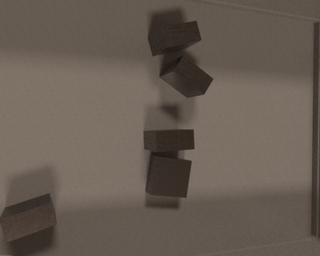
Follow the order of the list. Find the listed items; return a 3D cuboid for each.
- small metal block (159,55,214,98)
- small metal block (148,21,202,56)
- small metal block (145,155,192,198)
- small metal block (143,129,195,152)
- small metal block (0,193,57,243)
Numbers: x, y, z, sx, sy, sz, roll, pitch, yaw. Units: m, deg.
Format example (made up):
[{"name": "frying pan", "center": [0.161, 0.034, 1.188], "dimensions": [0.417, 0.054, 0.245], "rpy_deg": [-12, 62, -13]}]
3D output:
[{"name": "small metal block", "center": [0.034, -0.066, 0.411], "dimensions": [0.050, 0.050, 0.025], "rpy_deg": [34, 79, -17]}, {"name": "small metal block", "center": [0.018, -0.116, 0.405], "dimensions": [0.050, 0.050, 0.025], "rpy_deg": [-17, 96, -20]}, {"name": "small metal block", "center": [0.011, 0.065, 0.416], "dimensions": [0.050, 0.025, 0.050], "rpy_deg": [10, 87, -20]}, {"name": "small metal block", "center": [0.011, 0.015, 0.402], "dimensions": [0.050, 0.050, 0.025], "rpy_deg": [-3, 91, -20]}, {"name": "small metal block", "center": [-0.145, 0.098, 0.344], "dimensions": [0.050, 0.050, 0.025], "rpy_deg": [-16, 96, -20]}]
